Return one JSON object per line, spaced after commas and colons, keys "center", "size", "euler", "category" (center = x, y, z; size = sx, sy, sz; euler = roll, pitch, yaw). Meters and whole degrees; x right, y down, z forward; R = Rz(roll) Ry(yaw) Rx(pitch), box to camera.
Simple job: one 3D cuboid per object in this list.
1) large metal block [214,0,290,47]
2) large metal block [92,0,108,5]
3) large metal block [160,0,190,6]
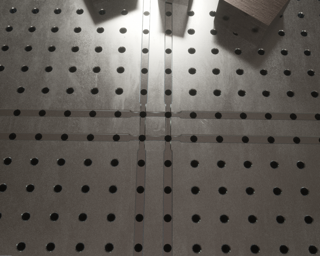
{"center": [0.141, -0.185, 0.468], "size": [0.080, 0.050, 0.080], "euler": [35, 73, 11], "category": "large metal block"}
{"center": [-0.087, -0.255, 0.491], "size": [0.080, 0.050, 0.080], "euler": [-23, 72, -9], "category": "large metal block"}
{"center": [0.030, -0.251, 0.475], "size": [0.050, 0.080, 0.080], "euler": [13, 71, 4], "category": "large metal block"}
